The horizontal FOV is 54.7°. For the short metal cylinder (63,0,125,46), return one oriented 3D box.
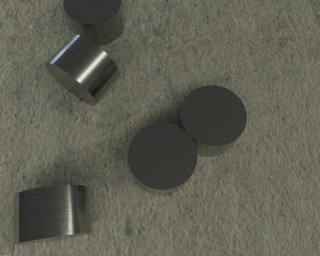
[{"bbox_3d":[-0.094,-0.169,0.455,0.081,0.050,0.080,0,70,0],"label":"short metal cylinder"}]

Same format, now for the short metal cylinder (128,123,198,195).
[{"bbox_3d":[0.003,0.040,0.380,0.081,0.050,0.080,0,70,0],"label":"short metal cylinder"}]

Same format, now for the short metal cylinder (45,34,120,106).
[{"bbox_3d":[-0.100,-0.074,0.405,0.080,0.080,0.050,33,73,11],"label":"short metal cylinder"}]

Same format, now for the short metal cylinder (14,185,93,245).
[{"bbox_3d":[-0.117,0.097,0.342,0.081,0.080,0.050,-8,71,-4],"label":"short metal cylinder"}]

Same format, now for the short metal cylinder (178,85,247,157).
[{"bbox_3d":[0.065,-0.008,0.399,0.081,0.050,0.080,0,70,-1],"label":"short metal cylinder"}]
